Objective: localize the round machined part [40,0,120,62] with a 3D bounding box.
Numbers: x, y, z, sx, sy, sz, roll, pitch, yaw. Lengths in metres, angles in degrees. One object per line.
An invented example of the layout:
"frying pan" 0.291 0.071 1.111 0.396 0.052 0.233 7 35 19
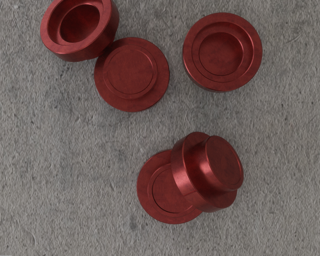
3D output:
"round machined part" -0.095 -0.125 0.388 0.098 0.042 0.098 -6 70 17

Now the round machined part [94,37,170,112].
"round machined part" -0.037 -0.069 0.401 0.099 0.042 0.097 0 90 0

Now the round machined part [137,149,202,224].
"round machined part" 0.019 0.077 0.401 0.099 0.042 0.097 0 90 0

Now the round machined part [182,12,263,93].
"round machined part" 0.077 -0.094 0.402 0.099 0.042 0.097 0 90 0

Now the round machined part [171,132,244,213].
"round machined part" 0.063 0.048 0.372 0.042 0.099 0.098 -34 90 37
